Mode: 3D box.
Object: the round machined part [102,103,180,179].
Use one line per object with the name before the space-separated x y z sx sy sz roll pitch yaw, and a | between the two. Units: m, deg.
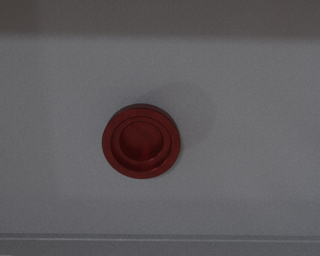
round machined part | -0.024 0.014 0.407 0.099 0.042 0.097 0 110 0
